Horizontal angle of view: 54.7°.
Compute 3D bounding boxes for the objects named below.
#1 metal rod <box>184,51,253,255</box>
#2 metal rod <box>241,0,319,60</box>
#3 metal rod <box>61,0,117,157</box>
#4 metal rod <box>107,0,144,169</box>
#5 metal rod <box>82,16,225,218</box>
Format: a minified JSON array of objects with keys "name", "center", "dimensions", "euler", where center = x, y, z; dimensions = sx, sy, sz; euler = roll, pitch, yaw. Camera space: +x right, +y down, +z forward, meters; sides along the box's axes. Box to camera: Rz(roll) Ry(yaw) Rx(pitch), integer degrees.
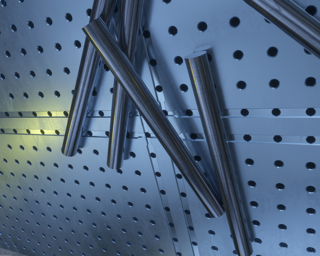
[{"name":"metal rod","center":[0.082,0.050,0.398],"dimensions":[0.025,0.025,0.298],"euler":[-4,117,30]},{"name":"metal rod","center":[0.080,-0.132,0.286],"dimensions":[0.300,0.025,0.025],"euler":[38,129,2]},{"name":"metal rod","center":[-0.099,-0.068,0.419],"dimensions":[0.025,0.025,0.298],"euler":[31,128,7]},{"name":"metal rod","center":[-0.046,-0.063,0.394],"dimensions":[0.025,0.025,0.298],"euler":[22,127,14]},{"name":"metal rod","center":[0.004,0.002,0.389],"dimensions":[0.025,0.025,0.299],"euler":[-19,115,35]}]
